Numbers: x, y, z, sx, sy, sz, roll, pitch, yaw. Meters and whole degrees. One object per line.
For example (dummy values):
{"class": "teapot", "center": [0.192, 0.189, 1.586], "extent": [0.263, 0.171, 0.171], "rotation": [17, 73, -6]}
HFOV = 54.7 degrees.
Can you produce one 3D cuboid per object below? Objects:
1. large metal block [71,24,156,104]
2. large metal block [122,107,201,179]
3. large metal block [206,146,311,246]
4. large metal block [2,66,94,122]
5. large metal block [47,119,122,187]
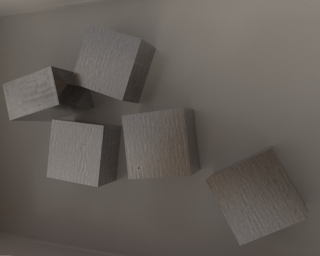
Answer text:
{"class": "large metal block", "center": [-0.062, -0.085, 0.418], "extent": [0.080, 0.050, 0.080], "rotation": [20, 97, 18]}
{"class": "large metal block", "center": [0.003, 0.020, 0.395], "extent": [0.080, 0.050, 0.080], "rotation": [-7, 88, 19]}
{"class": "large metal block", "center": [0.112, 0.075, 0.358], "extent": [0.080, 0.050, 0.080], "rotation": [-30, 81, 17]}
{"class": "large metal block", "center": [-0.153, -0.044, 0.434], "extent": [0.080, 0.080, 0.050], "rotation": [-15, 85, 19]}
{"class": "large metal block", "center": [-0.105, 0.032, 0.433], "extent": [0.080, 0.050, 0.079], "rotation": [7, 92, 19]}
